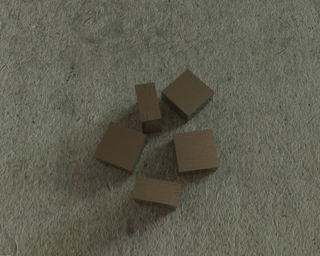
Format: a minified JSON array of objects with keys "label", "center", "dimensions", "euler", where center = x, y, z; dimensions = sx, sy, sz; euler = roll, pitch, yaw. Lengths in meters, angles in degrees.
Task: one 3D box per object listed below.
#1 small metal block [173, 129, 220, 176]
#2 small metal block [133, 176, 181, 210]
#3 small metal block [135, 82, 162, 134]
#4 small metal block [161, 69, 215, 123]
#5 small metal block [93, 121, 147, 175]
[{"label":"small metal block","center":[0.045,0.031,0.397],"dimensions":[0.050,0.025,0.050],"euler":[-7,70,-3]},{"label":"small metal block","center":[-0.003,0.078,0.366],"dimensions":[0.050,0.050,0.025],"euler":[10,71,3]},{"label":"small metal block","center":[-0.015,-0.024,0.403],"dimensions":[0.025,0.050,0.050],"euler":[-10,70,-3]},{"label":"small metal block","center":[0.037,-0.044,0.424],"dimensions":[0.050,0.025,0.050],"euler":[-43,76,-14]},{"label":"small metal block","center":[-0.049,0.026,0.398],"dimensions":[0.050,0.025,0.050],"euler":[21,71,7]}]
